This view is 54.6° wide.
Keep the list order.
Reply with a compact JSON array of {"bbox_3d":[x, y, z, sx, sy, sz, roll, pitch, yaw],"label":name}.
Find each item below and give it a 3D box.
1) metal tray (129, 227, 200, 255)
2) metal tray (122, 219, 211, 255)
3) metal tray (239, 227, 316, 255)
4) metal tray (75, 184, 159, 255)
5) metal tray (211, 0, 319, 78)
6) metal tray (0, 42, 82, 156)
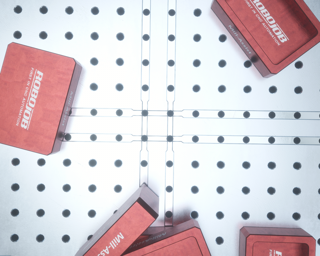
[{"bbox_3d":[0.007,0.200,0.410,0.090,0.030,0.129,-1,90,0],"label":"metal tray"},{"bbox_3d":[0.002,0.179,0.380,0.131,0.030,0.090,-22,90,0],"label":"metal tray"},{"bbox_3d":[0.153,0.202,0.411,0.090,0.030,0.129,2,90,0],"label":"metal tray"},{"bbox_3d":[-0.057,0.132,0.380,0.030,0.090,0.130,44,90,0],"label":"metal tray"},{"bbox_3d":[0.142,-0.144,0.411,0.090,0.030,0.130,-37,90,0],"label":"metal tray"},{"bbox_3d":[-0.166,-0.037,0.410,0.090,0.030,0.129,15,90,0],"label":"metal tray"}]
